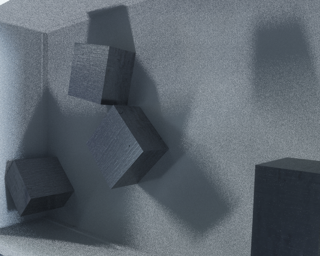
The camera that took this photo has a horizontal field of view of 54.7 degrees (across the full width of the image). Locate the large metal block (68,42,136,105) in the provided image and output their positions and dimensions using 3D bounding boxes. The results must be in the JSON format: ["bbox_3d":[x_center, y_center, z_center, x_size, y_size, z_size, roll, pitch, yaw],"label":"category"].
[{"bbox_3d":[-0.088,-0.080,0.464,0.080,0.050,0.079,17,101,38],"label":"large metal block"}]

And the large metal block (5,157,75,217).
[{"bbox_3d":[-0.212,0.100,0.547,0.050,0.081,0.080,-52,60,27],"label":"large metal block"}]

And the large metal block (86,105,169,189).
[{"bbox_3d":[-0.047,0.025,0.430,0.080,0.050,0.080,-50,61,28],"label":"large metal block"}]

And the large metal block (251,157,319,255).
[{"bbox_3d":[0.122,0.071,0.270,0.050,0.081,0.079,4,93,40],"label":"large metal block"}]
